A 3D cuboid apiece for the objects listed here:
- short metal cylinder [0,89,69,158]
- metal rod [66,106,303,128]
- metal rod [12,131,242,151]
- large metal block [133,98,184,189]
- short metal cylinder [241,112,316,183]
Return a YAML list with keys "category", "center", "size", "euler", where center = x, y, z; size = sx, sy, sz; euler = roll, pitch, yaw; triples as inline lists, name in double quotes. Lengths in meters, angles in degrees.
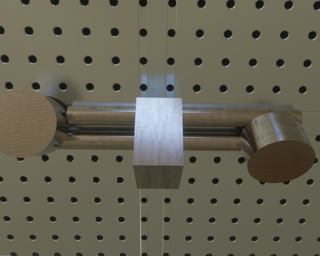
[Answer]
- category: "short metal cylinder"
  center: [-0.160, -0.005, 0.382]
  size: [0.081, 0.050, 0.080]
  euler: [0, 87, -1]
- category: "metal rod"
  center: [0.032, -0.015, 0.408]
  size: [0.302, 0.025, 0.025]
  euler: [1, 110, -1]
- category: "metal rod"
  center: [-0.043, 0.017, 0.419]
  size: [0.302, 0.025, 0.025]
  euler: [1, 110, -1]
- category: "large metal block"
  center: [-0.002, 0.020, 0.359]
  size: [0.050, 0.080, 0.080]
  euler: [1, 152, 0]
- category: "short metal cylinder"
  center: [0.148, 0.026, 0.397]
  size: [0.081, 0.050, 0.079]
  euler: [0, 132, 0]
